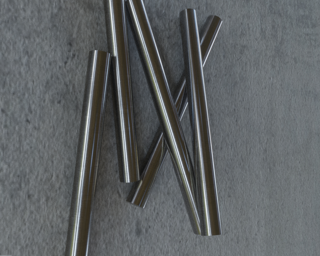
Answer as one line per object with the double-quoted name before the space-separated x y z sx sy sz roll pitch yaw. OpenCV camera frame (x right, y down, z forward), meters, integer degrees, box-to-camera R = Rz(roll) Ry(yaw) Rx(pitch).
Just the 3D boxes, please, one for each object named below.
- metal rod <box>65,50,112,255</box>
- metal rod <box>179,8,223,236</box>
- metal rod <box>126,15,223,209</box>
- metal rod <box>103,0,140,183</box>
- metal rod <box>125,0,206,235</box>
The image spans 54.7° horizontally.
"metal rod" -0.082 0.064 0.337 0.025 0.025 0.298 10 84 -40
"metal rod" 0.050 -0.019 0.401 0.025 0.025 0.299 10 69 -40
"metal rod" 0.027 -0.035 0.429 0.025 0.025 0.300 37 67 -34
"metal rod" -0.048 -0.085 0.365 0.025 0.025 0.298 -8 95 -40
"metal rod" 0.011 -0.011 0.386 0.025 0.025 0.298 -21 96 -38
